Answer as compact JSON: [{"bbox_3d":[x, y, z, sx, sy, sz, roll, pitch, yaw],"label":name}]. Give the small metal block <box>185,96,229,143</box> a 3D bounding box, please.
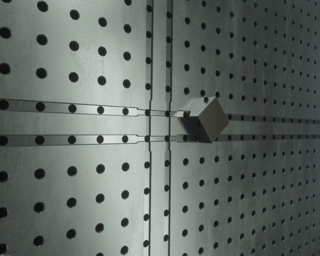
[{"bbox_3d":[0.072,-0.012,0.468,0.050,0.025,0.050,-45,117,-30],"label":"small metal block"}]
